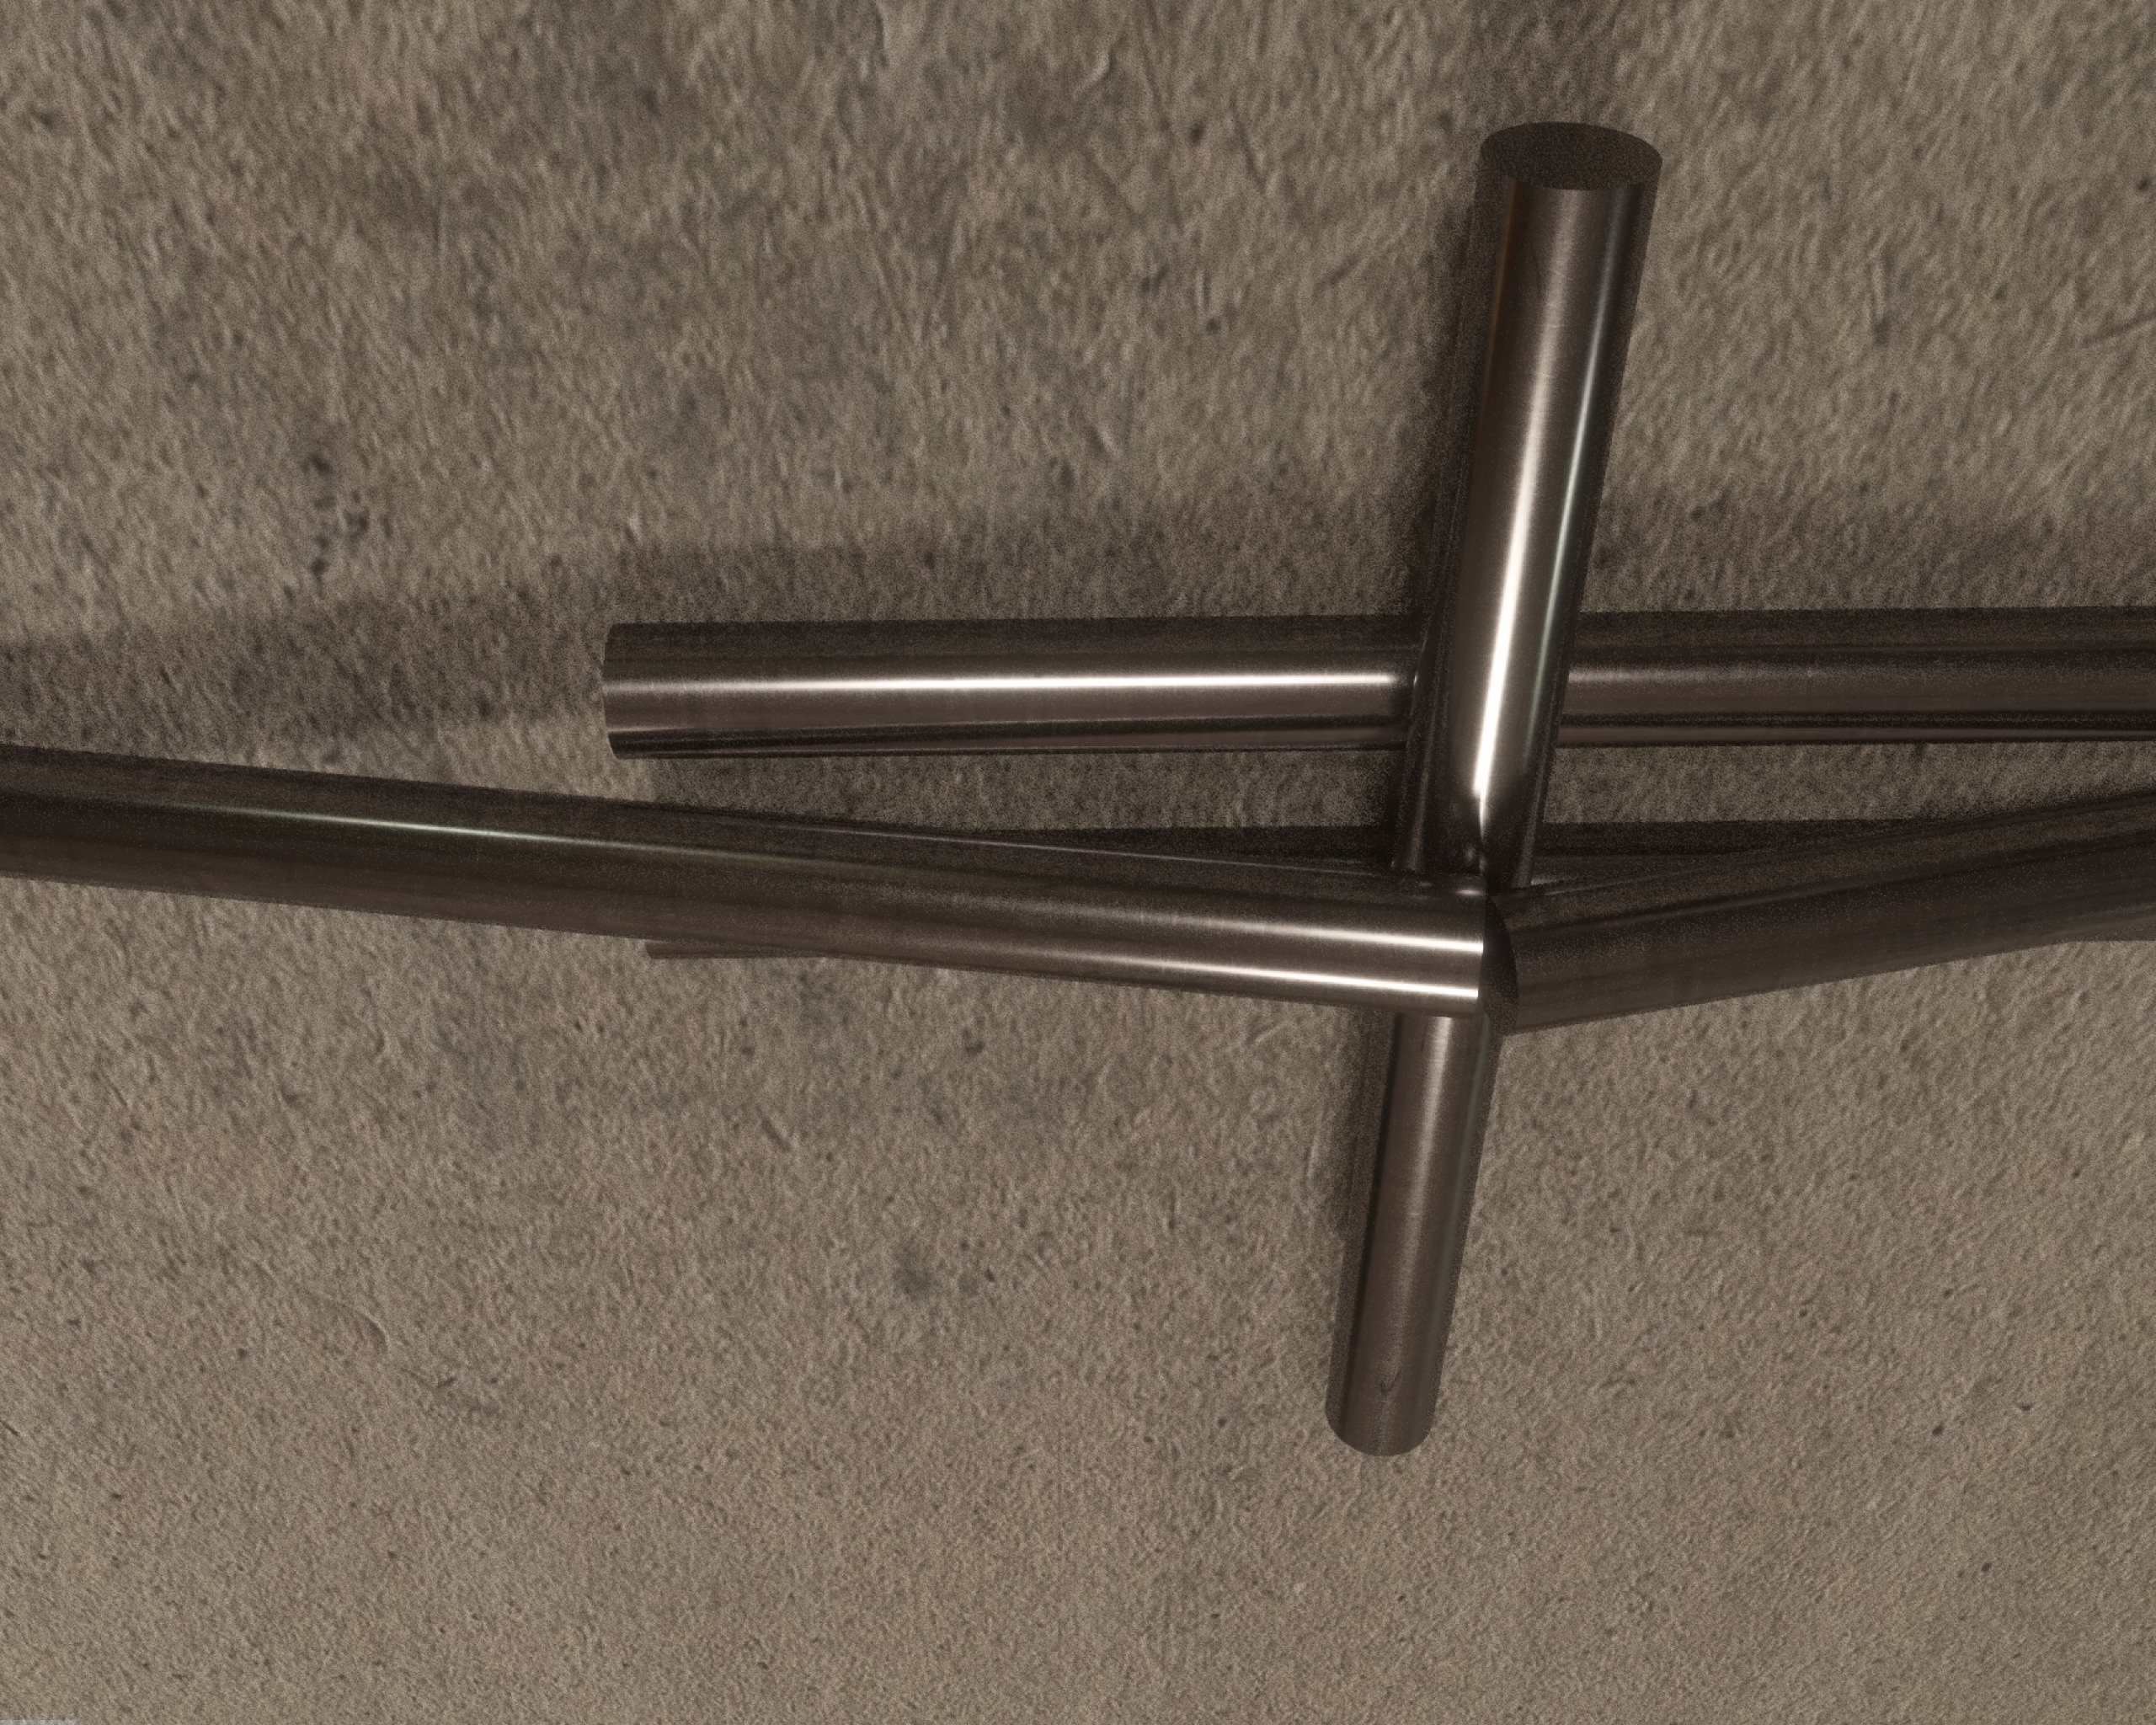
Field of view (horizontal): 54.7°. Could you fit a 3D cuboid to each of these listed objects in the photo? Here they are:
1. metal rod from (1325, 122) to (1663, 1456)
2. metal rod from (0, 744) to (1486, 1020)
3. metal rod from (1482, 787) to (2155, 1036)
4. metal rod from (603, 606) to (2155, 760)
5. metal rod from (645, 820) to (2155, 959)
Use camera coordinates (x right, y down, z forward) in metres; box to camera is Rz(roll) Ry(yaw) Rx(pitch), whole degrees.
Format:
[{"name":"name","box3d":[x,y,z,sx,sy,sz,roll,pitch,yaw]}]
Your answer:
[{"name":"metal rod","box3d":[0.070,0.014,0.389,0.025,0.025,0.298,0,130,0]},{"name":"metal rod","box3d":[-0.080,0.001,0.375,0.302,0.025,0.025,5,131,7]},{"name":"metal rod","box3d":[0.220,-0.005,0.375,0.302,0.025,0.025,-9,131,-6]},{"name":"metal rod","box3d":[0.067,-0.033,0.381,0.302,0.025,0.025,-1,130,0]},{"name":"metal rod","box3d":[0.067,0.005,0.413,0.302,0.025,0.025,-1,130,0]}]
